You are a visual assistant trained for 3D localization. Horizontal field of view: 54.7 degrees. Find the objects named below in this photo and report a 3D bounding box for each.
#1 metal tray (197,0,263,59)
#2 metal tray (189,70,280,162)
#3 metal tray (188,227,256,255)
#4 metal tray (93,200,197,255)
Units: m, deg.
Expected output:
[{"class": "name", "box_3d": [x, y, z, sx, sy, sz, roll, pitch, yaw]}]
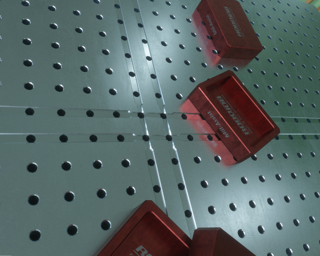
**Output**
[{"class": "metal tray", "box_3d": [0.135, -0.195, 0.599, 0.091, 0.030, 0.130, -4, 64, -30]}, {"class": "metal tray", "box_3d": [0.117, -0.022, 0.483, 0.091, 0.030, 0.130, -29, 78, -38]}, {"class": "metal tray", "box_3d": [0.058, 0.178, 0.306, 0.090, 0.030, 0.130, 43, 50, -28]}, {"class": "metal tray", "box_3d": [0.003, 0.151, 0.315, 0.130, 0.030, 0.090, 44, 51, 2]}]
